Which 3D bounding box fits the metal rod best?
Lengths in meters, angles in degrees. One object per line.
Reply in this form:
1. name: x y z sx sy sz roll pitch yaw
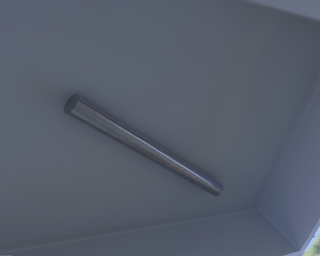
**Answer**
1. metal rod: 0.000 0.039 0.434 0.301 0.025 0.025 34 99 -39
